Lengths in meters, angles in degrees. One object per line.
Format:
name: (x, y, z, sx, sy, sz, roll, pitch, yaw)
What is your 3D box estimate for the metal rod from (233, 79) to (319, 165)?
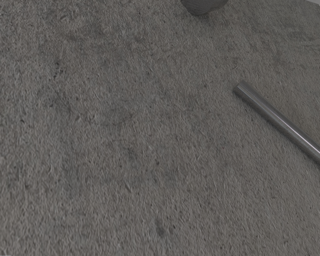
metal rod: (0.244, 0.025, 0.519, 0.300, 0.025, 0.025, 40, 51, -1)

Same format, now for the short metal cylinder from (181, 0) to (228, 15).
short metal cylinder: (0.083, -0.254, 0.568, 0.050, 0.080, 0.080, -31, 79, -38)
